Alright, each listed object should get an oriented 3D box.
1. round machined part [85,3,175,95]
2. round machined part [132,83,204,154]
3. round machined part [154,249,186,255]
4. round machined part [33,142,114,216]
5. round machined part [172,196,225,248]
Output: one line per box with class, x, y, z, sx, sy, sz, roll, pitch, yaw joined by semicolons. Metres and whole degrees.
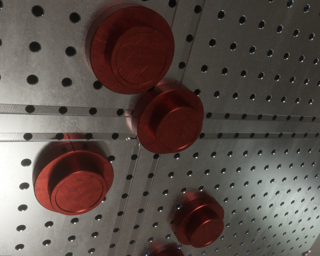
round machined part;-0.027;-0.081;0.337;0.099;0.042;0.097;-14;125;-21
round machined part;0.016;-0.006;0.407;0.099;0.042;0.097;-14;125;-21
round machined part;0.013;0.279;0.582;0.099;0.042;0.097;-14;124;-21
round machined part;-0.105;0.070;0.387;0.099;0.042;0.097;-14;125;-21
round machined part;0.074;0.173;0.550;0.099;0.042;0.097;-14;124;-21
